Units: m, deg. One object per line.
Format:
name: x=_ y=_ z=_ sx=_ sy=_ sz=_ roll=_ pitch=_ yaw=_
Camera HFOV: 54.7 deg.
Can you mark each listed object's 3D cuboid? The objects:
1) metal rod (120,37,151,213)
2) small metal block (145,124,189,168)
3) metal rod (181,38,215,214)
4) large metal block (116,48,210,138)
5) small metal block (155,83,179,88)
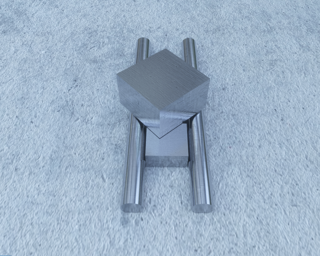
metal rod: x=-0.029 y=-0.028 z=0.429 sx=0.025 sy=0.025 sz=0.300 roll=1 pitch=50 yaw=0
small metal block: x=0.008 y=0.021 z=0.386 sx=0.050 sy=0.025 sz=0.050 roll=1 pitch=50 yaw=0
metal rod: x=0.047 y=-0.028 z=0.429 sx=0.025 sy=0.025 sz=0.300 roll=1 pitch=50 yaw=0
large metal block: x=0.004 y=-0.047 z=0.393 sx=0.080 sy=0.050 sz=0.080 roll=-34 pitch=58 yaw=-25
small metal block: x=0.009 y=-0.068 z=0.460 sx=0.050 sy=0.025 sz=0.050 roll=1 pitch=50 yaw=0
